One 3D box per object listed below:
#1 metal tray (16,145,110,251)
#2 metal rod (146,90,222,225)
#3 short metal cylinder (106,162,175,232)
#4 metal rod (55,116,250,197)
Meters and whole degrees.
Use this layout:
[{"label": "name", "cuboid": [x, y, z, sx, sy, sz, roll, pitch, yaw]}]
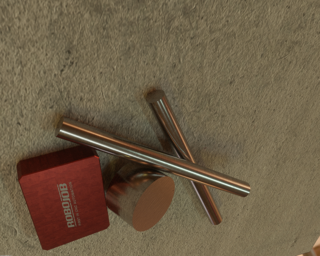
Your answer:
[{"label": "metal tray", "cuboid": [-0.118, 0.090, 0.396, 0.091, 0.030, 0.129, -15, 125, -21]}, {"label": "metal rod", "cuboid": [0.048, 0.064, 0.474, 0.025, 0.025, 0.299, -33, 129, -7]}, {"label": "short metal cylinder", "cuboid": [-0.025, 0.090, 0.417, 0.081, 0.050, 0.079, -31, 134, -39]}, {"label": "metal rod", "cuboid": [0.010, 0.048, 0.418, 0.302, 0.025, 0.025, 22, 107, -29]}]
